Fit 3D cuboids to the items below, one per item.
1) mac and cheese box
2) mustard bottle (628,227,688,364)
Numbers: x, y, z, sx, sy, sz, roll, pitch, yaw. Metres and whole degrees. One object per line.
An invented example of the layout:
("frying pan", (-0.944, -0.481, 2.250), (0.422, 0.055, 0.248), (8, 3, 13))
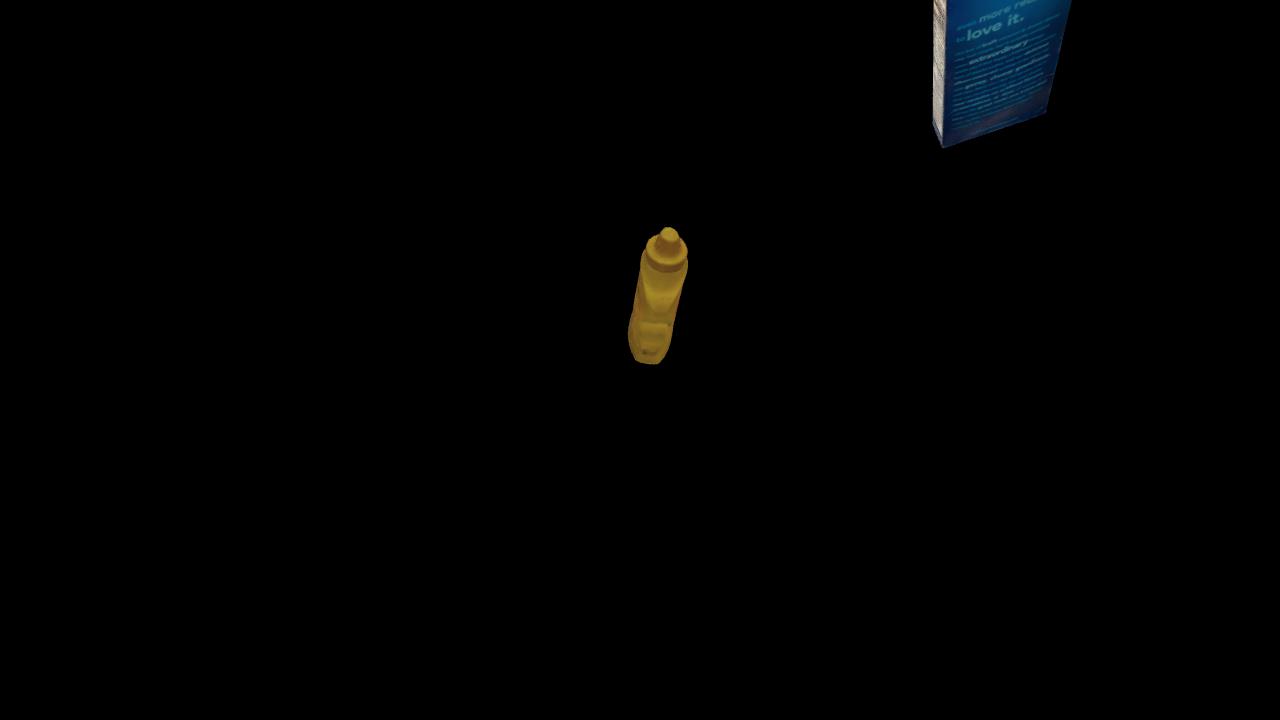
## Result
("mac and cheese box", (0.296, -0.263, 0.511), (0.093, 0.041, 0.184), (-15, -26, 18))
("mustard bottle", (0.020, -0.077, 0.673), (0.054, 0.092, 0.184), (12, -31, 1))
